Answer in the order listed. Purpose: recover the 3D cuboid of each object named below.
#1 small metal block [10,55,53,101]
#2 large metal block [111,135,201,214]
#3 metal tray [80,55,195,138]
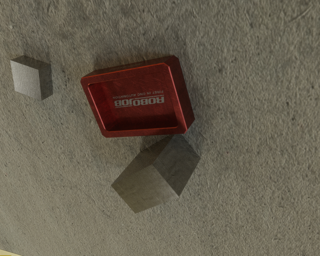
[{"bbox_3d":[-0.189,-0.074,0.458,0.050,0.025,0.050,20,126,16],"label":"small metal block"},{"bbox_3d":[-0.004,0.057,0.408,0.080,0.080,0.050,-31,101,38],"label":"large metal block"},{"bbox_3d":[-0.029,-0.035,0.395,0.130,0.030,0.089,-4,117,29],"label":"metal tray"}]
